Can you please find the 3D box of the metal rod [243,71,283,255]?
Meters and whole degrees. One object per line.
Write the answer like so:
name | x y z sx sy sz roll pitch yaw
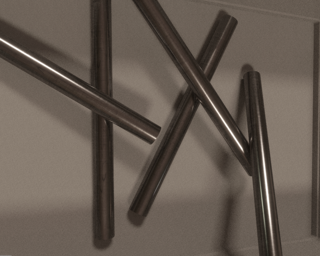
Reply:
metal rod | 0.130 0.054 0.396 0.025 0.025 0.299 14 61 -20

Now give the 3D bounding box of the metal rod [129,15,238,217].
metal rod | 0.036 -0.023 0.425 0.025 0.025 0.299 29 80 -18

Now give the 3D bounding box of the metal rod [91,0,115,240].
metal rod | -0.071 -0.014 0.384 0.025 0.025 0.298 -1 90 -20

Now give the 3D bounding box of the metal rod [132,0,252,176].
metal rod | 0.051 -0.057 0.402 0.025 0.025 0.299 -40 105 -16

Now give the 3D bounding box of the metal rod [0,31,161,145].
metal rod | -0.132 -0.066 0.344 0.301 0.025 0.025 31 80 -11
